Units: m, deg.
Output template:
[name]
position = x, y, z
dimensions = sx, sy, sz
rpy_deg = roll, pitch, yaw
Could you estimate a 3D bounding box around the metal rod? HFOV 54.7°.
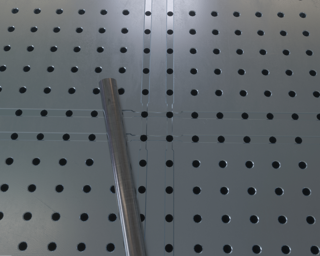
[metal rod]
position = -0.043, 0.074, 0.384
dimensions = 0.025, 0.025, 0.299
rpy_deg = -11, 70, -4
